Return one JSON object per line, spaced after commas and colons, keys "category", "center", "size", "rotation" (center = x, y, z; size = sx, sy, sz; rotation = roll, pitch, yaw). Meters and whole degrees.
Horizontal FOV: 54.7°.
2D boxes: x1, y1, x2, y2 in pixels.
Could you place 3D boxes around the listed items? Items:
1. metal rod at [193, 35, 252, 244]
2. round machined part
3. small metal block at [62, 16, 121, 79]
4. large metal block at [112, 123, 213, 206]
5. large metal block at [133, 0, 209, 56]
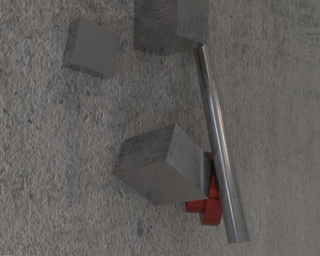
{"category": "metal rod", "center": [0.070, -0.013, 0.393], "size": [0.025, 0.025, 0.299], "rotation": [14, 59, -39]}
{"category": "round machined part", "center": [0.057, 0.081, 0.419], "size": [0.042, 0.098, 0.097], "rotation": [3, 88, 2]}
{"category": "small metal block", "center": [-0.075, -0.086, 0.342], "size": [0.050, 0.025, 0.050], "rotation": [14, 81, -39]}
{"category": "large metal block", "center": [0.006, 0.047, 0.366], "size": [0.080, 0.080, 0.050], "rotation": [44, 45, -31]}
{"category": "large metal block", "center": [0.013, -0.138, 0.379], "size": [0.050, 0.080, 0.080], "rotation": [2, 89, -40]}
